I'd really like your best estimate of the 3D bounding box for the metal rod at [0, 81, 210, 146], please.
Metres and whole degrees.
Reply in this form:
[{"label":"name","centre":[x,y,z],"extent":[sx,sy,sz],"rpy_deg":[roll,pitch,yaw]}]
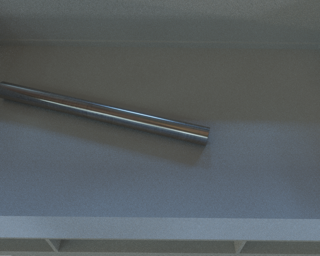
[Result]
[{"label":"metal rod","centre":[-0.083,-0.022,0.422],"extent":[0.301,0.025,0.025],"rpy_deg":[13,51,10]}]
